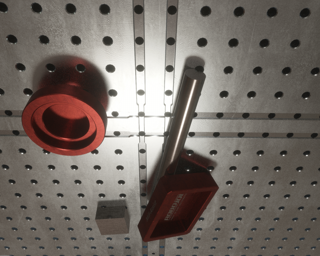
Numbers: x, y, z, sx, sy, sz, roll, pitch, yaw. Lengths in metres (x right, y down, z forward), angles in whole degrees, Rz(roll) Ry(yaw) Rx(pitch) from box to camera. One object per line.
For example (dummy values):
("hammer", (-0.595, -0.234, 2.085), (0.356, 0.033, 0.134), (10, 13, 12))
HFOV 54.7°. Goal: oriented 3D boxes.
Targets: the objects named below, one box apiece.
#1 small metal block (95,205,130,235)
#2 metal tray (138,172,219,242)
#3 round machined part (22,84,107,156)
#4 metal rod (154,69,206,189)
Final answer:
("small metal block", (-0.083, 0.165, 0.551), (0.050, 0.025, 0.050), (-5, 130, 3))
("metal tray", (0.026, 0.127, 0.492), (0.091, 0.030, 0.129), (0, 130, -29))
("round machined part", (-0.115, -0.014, 0.387), (0.099, 0.042, 0.097), (-1, 130, 0))
("metal rod", (0.015, 0.049, 0.453), (0.025, 0.025, 0.298), (7, 130, -7))
